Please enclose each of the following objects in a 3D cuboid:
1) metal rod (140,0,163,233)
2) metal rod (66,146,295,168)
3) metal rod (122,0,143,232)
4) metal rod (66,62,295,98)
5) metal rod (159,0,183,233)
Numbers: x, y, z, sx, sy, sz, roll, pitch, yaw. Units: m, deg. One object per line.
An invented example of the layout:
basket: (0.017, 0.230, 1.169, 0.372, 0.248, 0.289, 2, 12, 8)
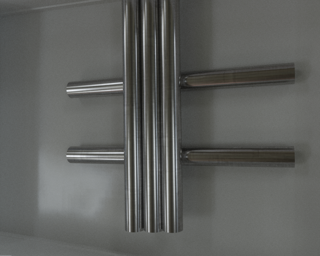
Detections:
metal rod: (-0.010, -0.023, 0.385, 0.025, 0.025, 0.298, -1, 90, 20)
metal rod: (0.012, 0.036, 0.405, 0.301, 0.025, 0.025, -1, 90, 19)
metal rod: (-0.034, -0.021, 0.394, 0.025, 0.025, 0.298, -1, 90, 20)
metal rod: (0.012, -0.059, 0.405, 0.301, 0.025, 0.025, -1, 90, 19)
metal rod: (0.013, -0.026, 0.377, 0.025, 0.025, 0.298, -1, 90, 20)
